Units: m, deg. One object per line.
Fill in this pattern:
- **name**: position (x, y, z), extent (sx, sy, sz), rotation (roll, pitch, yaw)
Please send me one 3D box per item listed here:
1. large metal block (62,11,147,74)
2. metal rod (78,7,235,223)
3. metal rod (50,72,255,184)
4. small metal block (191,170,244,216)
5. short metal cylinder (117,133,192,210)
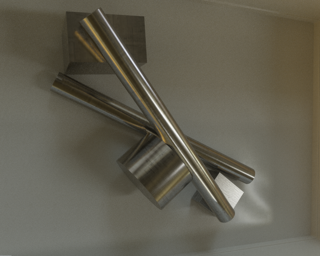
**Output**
- **large metal block**: position (-0.067, -0.093, 0.356), extent (0.081, 0.080, 0.050), rotation (-4, 92, -20)
- **metal rod**: position (0.012, 0.005, 0.352), extent (0.025, 0.025, 0.299), rotation (-42, 116, -15)
- **metal rod**: position (0.004, 0.008, 0.412), extent (0.301, 0.025, 0.025), rotation (26, 81, -19)
- **small metal block**: position (0.082, 0.096, 0.441), extent (0.050, 0.025, 0.050), rotation (40, 77, -16)
- **short metal cylinder**: position (-0.007, 0.053, 0.377), extent (0.050, 0.080, 0.080), rotation (-42, 104, -15)
